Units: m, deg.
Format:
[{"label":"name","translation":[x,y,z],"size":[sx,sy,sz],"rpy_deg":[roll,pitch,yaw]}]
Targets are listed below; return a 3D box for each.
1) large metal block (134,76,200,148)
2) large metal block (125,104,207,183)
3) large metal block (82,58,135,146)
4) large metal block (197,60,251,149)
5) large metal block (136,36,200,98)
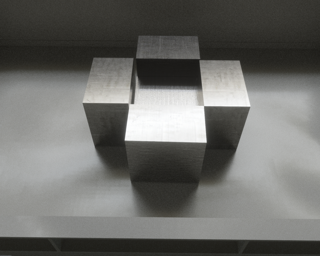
[{"label":"large metal block","translation":[0.009,-0.022,0.404],"size":[0.080,0.050,0.080],"rpy_deg":[1,50,0]},{"label":"large metal block","translation":[0.006,0.020,0.351],"size":[0.080,0.080,0.050],"rpy_deg":[1,50,1]},{"label":"large metal block","translation":[-0.059,-0.032,0.395],"size":[0.050,0.080,0.080],"rpy_deg":[1,50,1]},{"label":"large metal block","translation":[0.074,-0.029,0.393],"size":[0.050,0.080,0.080],"rpy_deg":[1,50,1]},{"label":"large metal block","translation":[0.011,-0.081,0.435],"size":[0.080,0.080,0.050],"rpy_deg":[1,50,0]}]
